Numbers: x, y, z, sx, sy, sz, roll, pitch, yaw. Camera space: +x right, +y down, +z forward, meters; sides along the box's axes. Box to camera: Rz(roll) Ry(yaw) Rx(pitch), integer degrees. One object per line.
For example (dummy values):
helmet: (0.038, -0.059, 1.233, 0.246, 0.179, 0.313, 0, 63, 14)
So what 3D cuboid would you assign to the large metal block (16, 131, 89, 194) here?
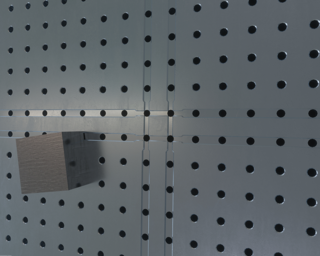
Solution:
large metal block: (-0.157, 0.050, 0.456, 0.080, 0.050, 0.080, -8, 87, 20)
